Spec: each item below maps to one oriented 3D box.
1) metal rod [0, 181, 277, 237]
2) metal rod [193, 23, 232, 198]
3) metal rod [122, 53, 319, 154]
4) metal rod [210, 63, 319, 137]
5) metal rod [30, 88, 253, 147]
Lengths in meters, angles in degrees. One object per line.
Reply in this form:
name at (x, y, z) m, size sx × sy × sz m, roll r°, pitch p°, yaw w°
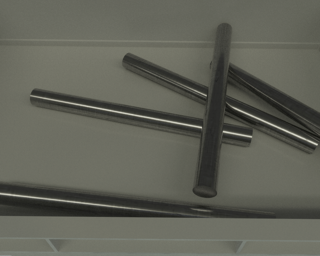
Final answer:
metal rod at (-0.032, 0.086, 0.332) m, size 0.302 × 0.025 × 0.025 m, roll 6°, pitch 50°, yaw 4°
metal rod at (0.076, -0.047, 0.411) m, size 0.025 × 0.025 × 0.300 m, roll 9°, pitch 51°, yaw 7°
metal rod at (0.072, -0.043, 0.442) m, size 0.301 × 0.025 × 0.025 m, roll 28°, pitch 55°, yaw 21°
metal rod at (0.177, -0.023, 0.402) m, size 0.025 × 0.025 × 0.300 m, roll -29°, pitch 49°, yaw -23°
metal rod at (-0.031, -0.016, 0.417) m, size 0.301 × 0.025 × 0.025 m, roll 11°, pitch 51°, yaw 8°
